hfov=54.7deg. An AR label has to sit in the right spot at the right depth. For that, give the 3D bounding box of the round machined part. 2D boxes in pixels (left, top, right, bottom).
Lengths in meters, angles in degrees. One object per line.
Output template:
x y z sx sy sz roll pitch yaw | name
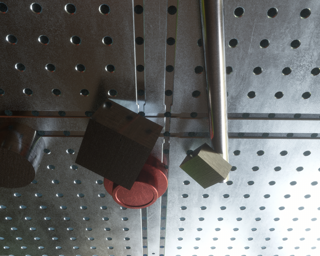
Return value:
-0.037 0.087 0.475 0.099 0.042 0.097 -1 130 0 | round machined part

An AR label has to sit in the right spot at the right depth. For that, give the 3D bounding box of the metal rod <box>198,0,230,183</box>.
0.070 -0.037 0.381 0.025 0.025 0.298 -8 130 6 | metal rod

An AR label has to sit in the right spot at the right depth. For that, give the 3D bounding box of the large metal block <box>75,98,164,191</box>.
-0.053 0.022 0.399 0.080 0.050 0.079 27 127 -1 | large metal block

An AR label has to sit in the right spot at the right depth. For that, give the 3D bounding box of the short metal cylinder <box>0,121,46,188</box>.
-0.205 0.038 0.424 0.081 0.050 0.079 0 130 0 | short metal cylinder

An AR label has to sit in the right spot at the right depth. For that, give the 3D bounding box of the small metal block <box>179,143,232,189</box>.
0.064 0.055 0.438 0.050 0.025 0.050 42 143 -4 | small metal block
